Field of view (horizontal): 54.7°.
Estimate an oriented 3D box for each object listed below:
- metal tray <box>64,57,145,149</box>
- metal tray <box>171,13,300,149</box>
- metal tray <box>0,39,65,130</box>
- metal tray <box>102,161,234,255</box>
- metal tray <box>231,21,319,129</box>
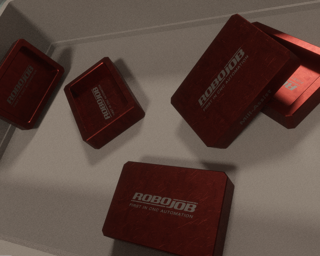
[{"bbox_3d":[-0.089,-0.042,0.472,0.090,0.030,0.130,-35,51,4],"label":"metal tray"},{"bbox_3d":[0.079,-0.051,0.355,0.129,0.030,0.090,-53,52,22],"label":"metal tray"},{"bbox_3d":[-0.232,-0.072,0.524,0.030,0.090,0.130,-2,59,47],"label":"metal tray"},{"bbox_3d":[0.008,0.089,0.343,0.130,0.030,0.090,3,63,29],"label":"metal tray"},{"bbox_3d":[0.134,-0.069,0.373,0.090,0.030,0.130,-45,51,-3],"label":"metal tray"}]
